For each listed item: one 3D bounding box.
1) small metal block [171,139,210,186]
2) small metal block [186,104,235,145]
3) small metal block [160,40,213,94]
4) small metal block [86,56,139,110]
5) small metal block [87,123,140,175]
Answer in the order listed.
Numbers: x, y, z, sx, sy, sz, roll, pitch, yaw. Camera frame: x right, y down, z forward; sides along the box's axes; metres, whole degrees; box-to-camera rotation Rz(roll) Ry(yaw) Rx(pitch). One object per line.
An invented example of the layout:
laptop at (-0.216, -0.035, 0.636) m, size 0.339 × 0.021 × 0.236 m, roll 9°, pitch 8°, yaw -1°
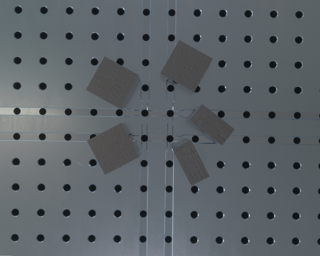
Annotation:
small metal block at (0.038, 0.042, 0.401) m, size 0.025 × 0.050 × 0.050 m, roll -27°, pitch 90°, yaw 0°
small metal block at (0.064, -0.004, 0.401) m, size 0.050 × 0.050 × 0.025 m, roll 38°, pitch 90°, yaw 0°
small metal block at (0.035, -0.080, 0.414) m, size 0.050 × 0.025 × 0.050 m, roll 29°, pitch 90°, yaw 0°
small metal block at (-0.062, -0.059, 0.413) m, size 0.050 × 0.025 × 0.050 m, roll 29°, pitch 90°, yaw 0°
small metal block at (-0.061, 0.027, 0.413) m, size 0.050 × 0.025 × 0.050 m, roll -28°, pitch 90°, yaw 0°
